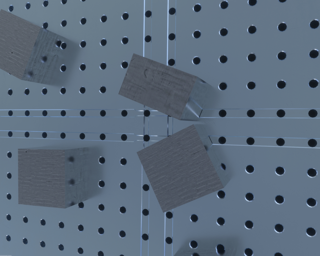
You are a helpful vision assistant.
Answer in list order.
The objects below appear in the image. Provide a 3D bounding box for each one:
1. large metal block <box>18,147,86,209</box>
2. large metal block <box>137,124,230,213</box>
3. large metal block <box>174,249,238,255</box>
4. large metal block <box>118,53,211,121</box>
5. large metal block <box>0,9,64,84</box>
[{"bbox_3d":[-0.158,0.069,0.456,0.080,0.050,0.080,0,90,20],"label":"large metal block"},{"bbox_3d":[0.030,0.048,0.389,0.080,0.050,0.080,-27,81,18],"label":"large metal block"},{"bbox_3d":[0.058,0.199,0.379,0.080,0.050,0.080,-10,87,19],"label":"large metal block"},{"bbox_3d":[0.010,-0.047,0.380,0.080,0.080,0.050,24,98,18],"label":"large metal block"},{"bbox_3d":[-0.208,-0.122,0.474,0.080,0.050,0.080,27,99,18],"label":"large metal block"}]
